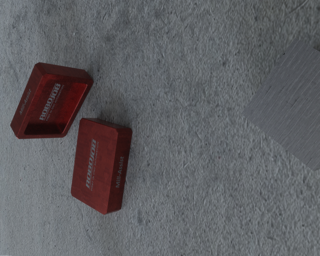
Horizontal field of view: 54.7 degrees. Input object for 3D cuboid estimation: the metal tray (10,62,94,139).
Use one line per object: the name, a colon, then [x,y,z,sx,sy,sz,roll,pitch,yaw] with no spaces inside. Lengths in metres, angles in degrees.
metal tray: [-0.177,-0.040,0.508,0.030,0.091,0.129,49,119,29]

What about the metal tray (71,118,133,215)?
metal tray: [-0.093,0.055,0.478,0.090,0.030,0.129,15,100,39]

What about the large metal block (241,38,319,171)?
large metal block: [0.136,-0.021,0.276,0.080,0.050,0.080,45,117,30]
